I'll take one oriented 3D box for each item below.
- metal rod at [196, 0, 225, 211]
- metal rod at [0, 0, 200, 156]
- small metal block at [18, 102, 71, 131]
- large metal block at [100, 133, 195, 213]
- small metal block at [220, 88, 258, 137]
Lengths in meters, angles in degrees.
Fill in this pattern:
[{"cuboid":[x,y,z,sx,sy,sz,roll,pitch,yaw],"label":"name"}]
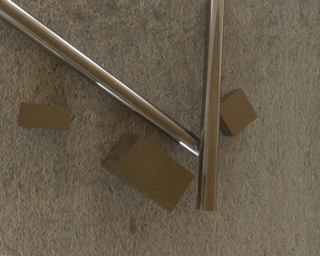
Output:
[{"cuboid":[0.070,-0.043,0.418,0.025,0.025,0.298,7,81,-20],"label":"metal rod"},{"cuboid":[-0.063,-0.055,0.386,0.301,0.025,0.025,36,78,-17],"label":"metal rod"},{"cuboid":[-0.129,-0.012,0.348,0.050,0.050,0.025,6,88,-20],"label":"small metal block"},{"cuboid":[-0.018,0.051,0.374,0.080,0.080,0.050,38,78,-17],"label":"large metal block"},{"cuboid":[0.106,-0.023,0.450,0.050,0.025,0.050,-37,102,-17],"label":"small metal block"}]
